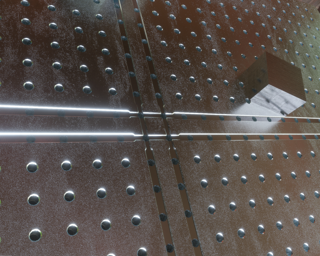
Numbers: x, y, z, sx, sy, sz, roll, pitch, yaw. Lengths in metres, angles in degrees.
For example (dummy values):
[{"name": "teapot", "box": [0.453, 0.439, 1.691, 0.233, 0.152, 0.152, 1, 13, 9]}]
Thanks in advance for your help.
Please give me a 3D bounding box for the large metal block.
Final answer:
[{"name": "large metal block", "box": [0.207, -0.078, 0.555, 0.080, 0.050, 0.080, 21, 54, -16]}]
